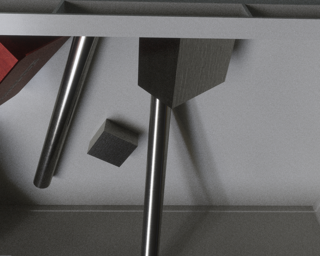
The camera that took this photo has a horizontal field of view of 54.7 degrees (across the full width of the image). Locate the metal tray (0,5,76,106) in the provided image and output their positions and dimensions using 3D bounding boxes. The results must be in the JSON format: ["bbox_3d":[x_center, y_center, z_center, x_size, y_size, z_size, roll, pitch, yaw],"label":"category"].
[{"bbox_3d":[-0.149,-0.058,0.302,0.130,0.090,0.030,-32,107,32],"label":"metal tray"}]

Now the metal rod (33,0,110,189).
[{"bbox_3d":[-0.121,-0.021,0.389,0.025,0.025,0.298,18,128,-16],"label":"metal rod"}]

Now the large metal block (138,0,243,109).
[{"bbox_3d":[0.027,-0.077,0.300,0.081,0.050,0.079,-29,142,-33],"label":"large metal block"}]

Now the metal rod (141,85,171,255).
[{"bbox_3d":[-0.007,0.081,0.400,0.025,0.025,0.298,3,106,-3],"label":"metal rod"}]

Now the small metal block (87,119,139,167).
[{"bbox_3d":[-0.065,0.022,0.427,0.050,0.025,0.050,27,125,-22],"label":"small metal block"}]
